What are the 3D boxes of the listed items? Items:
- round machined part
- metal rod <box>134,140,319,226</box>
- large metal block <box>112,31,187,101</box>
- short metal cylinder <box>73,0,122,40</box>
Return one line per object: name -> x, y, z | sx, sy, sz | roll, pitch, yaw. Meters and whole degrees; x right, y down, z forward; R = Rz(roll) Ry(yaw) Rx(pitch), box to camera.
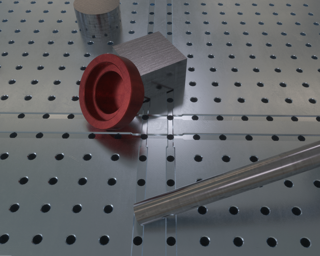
round machined part -> -0.060, -0.046, 0.411 | 0.098, 0.097, 0.042 | 43, 23, 29
metal rod -> 0.117, 0.041, 0.314 | 0.301, 0.025, 0.025 | -20, 51, 6
large metal block -> -0.016, -0.095, 0.471 | 0.081, 0.050, 0.080 | -24, 54, -19
short metal cylinder -> -0.111, -0.205, 0.562 | 0.080, 0.050, 0.080 | 0, 50, 0
